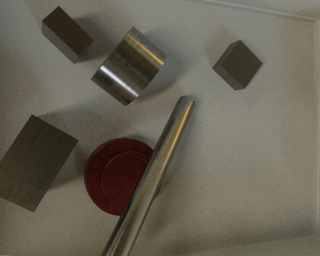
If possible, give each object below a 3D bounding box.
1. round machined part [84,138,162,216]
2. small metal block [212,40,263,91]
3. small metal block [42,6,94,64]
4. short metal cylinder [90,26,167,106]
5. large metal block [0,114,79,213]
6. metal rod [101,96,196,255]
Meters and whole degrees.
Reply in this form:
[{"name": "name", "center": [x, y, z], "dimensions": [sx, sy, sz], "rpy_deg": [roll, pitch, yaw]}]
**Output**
[{"name": "round machined part", "center": [-0.042, 0.062, 0.387], "dimensions": [0.099, 0.042, 0.097], "rpy_deg": [0, 90, -20]}, {"name": "small metal block", "center": [0.114, -0.091, 0.454], "dimensions": [0.050, 0.025, 0.050], "rpy_deg": [40, 77, -16]}, {"name": "small metal block", "center": [-0.107, -0.105, 0.358], "dimensions": [0.050, 0.050, 0.025], "rpy_deg": [44, 76, -15]}, {"name": "short metal cylinder", "center": [-0.037, -0.073, 0.368], "dimensions": [0.050, 0.080, 0.080], "rpy_deg": [38, 78, -16]}, {"name": "large metal block", "center": [-0.135, 0.033, 0.332], "dimensions": [0.050, 0.080, 0.080], "rpy_deg": [33, 79, -18]}, {"name": "metal rod", "center": [-0.018, 0.074, 0.340], "dimensions": [0.025, 0.025, 0.301], "rpy_deg": [39, 53, -16]}]
